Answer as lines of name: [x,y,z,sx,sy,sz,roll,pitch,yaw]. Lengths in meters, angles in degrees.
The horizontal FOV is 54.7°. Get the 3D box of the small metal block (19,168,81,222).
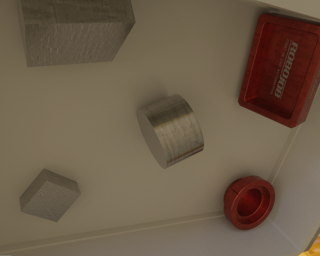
small metal block: [-0.137,0.085,0.387,0.050,0.025,0.050,-50,129,7]

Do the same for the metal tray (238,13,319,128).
metal tray: [0.161,-0.076,0.406,0.030,0.090,0.129,-20,129,-39]

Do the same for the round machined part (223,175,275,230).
round machined part: [0.155,0.129,0.557,0.099,0.042,0.097,-9,111,-24]

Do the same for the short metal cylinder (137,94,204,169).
short metal cylinder: [0.011,0.004,0.383,0.050,0.080,0.080,-24,128,-14]

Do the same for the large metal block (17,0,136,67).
large metal block: [-0.076,-0.093,0.266,0.081,0.080,0.050,-10,83,-24]
